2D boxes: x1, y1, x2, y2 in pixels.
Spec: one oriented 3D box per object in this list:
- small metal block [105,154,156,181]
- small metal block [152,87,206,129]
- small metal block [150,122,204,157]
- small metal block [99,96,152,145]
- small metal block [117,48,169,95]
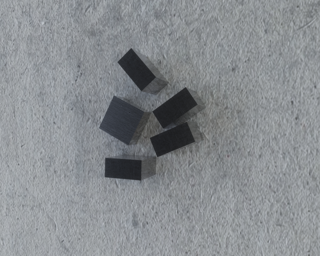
[{"bbox_3d":[-0.038,0.051,0.409,0.050,0.050,0.025,2,91,20],"label":"small metal block"},{"bbox_3d":[0.026,-0.023,0.387,0.050,0.050,0.025,-35,79,16],"label":"small metal block"},{"bbox_3d":[0.023,0.014,0.388,0.050,0.050,0.025,-24,82,18],"label":"small metal block"},{"bbox_3d":[-0.048,-0.010,0.426,0.050,0.025,0.050,29,99,17],"label":"small metal block"},{"bbox_3d":[-0.020,-0.072,0.403,0.025,0.050,0.050,-42,77,15],"label":"small metal block"}]
